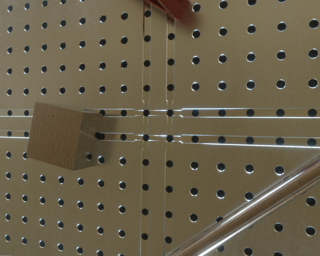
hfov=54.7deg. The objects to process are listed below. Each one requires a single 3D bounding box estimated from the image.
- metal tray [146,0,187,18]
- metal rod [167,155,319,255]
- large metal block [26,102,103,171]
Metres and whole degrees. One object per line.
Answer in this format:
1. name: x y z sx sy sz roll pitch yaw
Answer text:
1. metal tray: -0.034 -0.196 0.390 0.130 0.090 0.030 37 102 16
2. metal rod: 0.108 0.104 0.374 0.300 0.025 0.025 -39 78 15
3. large metal block: -0.137 0.010 0.448 0.080 0.050 0.080 12 94 19
